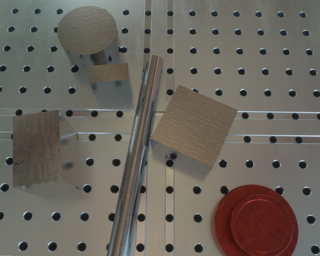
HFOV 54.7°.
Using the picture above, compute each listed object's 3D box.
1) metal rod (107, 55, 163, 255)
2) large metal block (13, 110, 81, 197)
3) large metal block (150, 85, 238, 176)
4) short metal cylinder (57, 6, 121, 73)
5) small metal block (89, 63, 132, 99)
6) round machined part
[{"bbox_3d":[-0.031,0.040,0.396,0.025,0.025,0.299,9,70,3],"label":"metal rod"},{"bbox_3d":[-0.132,0.034,0.369,0.050,0.080,0.080,-9,70,-3],"label":"large metal block"},{"bbox_3d":[0.043,0.004,0.397,0.080,0.050,0.080,25,72,8],"label":"large metal block"},{"bbox_3d":[-0.099,-0.125,0.443,0.081,0.050,0.080,0,70,0],"label":"short metal cylinder"},{"bbox_3d":[-0.066,-0.063,0.421,0.050,0.050,0.025,-5,70,-2],"label":"small metal block"},{"bbox_3d":[0.113,0.114,0.362,0.099,0.042,0.098,0,70,0],"label":"round machined part"}]
